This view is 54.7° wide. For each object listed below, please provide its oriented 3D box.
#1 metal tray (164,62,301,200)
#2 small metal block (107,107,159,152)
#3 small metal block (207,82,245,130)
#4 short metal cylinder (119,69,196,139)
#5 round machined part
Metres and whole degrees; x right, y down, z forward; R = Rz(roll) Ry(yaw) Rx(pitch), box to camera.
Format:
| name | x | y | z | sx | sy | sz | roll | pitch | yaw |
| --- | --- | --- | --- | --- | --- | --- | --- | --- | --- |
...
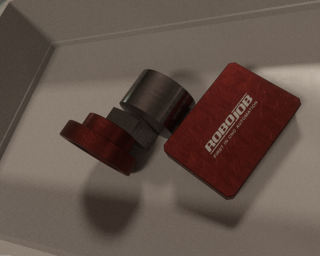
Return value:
| name | x | y | z | sx | sy | sz | roll | pitch | yaw |
| --- | --- | --- | --- | --- | --- | --- | --- | --- | --- |
| metal tray | 0.078 | 0.001 | 0.343 | 0.090 | 0.030 | 0.130 | 36 | 81 | 19 |
| small metal block | -0.038 | 0.002 | 0.407 | 0.050 | 0.050 | 0.025 | 22 | 74 | 36 |
| small metal block | 0.080 | -0.025 | 0.378 | 0.050 | 0.025 | 0.050 | 33 | 80 | 37 |
| short metal cylinder | -0.003 | -0.028 | 0.388 | 0.080 | 0.080 | 0.050 | 25 | 76 | 36 |
| round machined part | -0.069 | 0.017 | 0.384 | 0.098 | 0.098 | 0.042 | 22 | 74 | 35 |
